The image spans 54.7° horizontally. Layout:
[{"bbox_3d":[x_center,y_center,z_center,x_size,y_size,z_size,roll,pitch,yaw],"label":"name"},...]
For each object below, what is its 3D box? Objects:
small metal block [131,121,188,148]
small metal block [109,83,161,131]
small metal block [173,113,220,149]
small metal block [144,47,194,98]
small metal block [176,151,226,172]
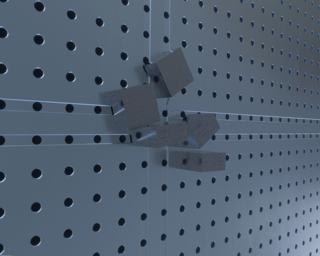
[{"bbox_3d":[-0.001,0.007,0.394,0.050,0.050,0.025,-12,98,-40],"label":"small metal block"},{"bbox_3d":[-0.030,-0.027,0.385,0.050,0.025,0.050,-19,102,-39],"label":"small metal block"},{"bbox_3d":[0.047,0.004,0.435,0.050,0.050,0.025,-40,115,-33],"label":"small metal block"},{"bbox_3d":[0.014,-0.075,0.422,0.050,0.025,0.050,-39,114,-33],"label":"small metal block"},{"bbox_3d":[0.058,0.047,0.444,0.050,0.050,0.025,2,89,-40],"label":"small metal block"}]
